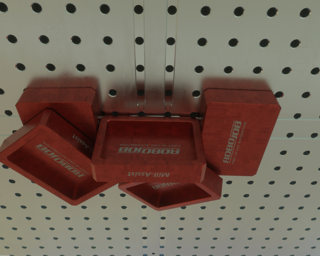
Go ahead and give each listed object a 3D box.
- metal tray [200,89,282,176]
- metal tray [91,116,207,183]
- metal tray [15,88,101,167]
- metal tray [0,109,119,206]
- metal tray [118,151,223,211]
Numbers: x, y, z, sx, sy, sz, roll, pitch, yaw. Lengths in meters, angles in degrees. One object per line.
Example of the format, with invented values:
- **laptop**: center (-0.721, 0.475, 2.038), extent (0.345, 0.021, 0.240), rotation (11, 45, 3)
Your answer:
- **metal tray**: center (0.097, 0.011, 0.418), extent (0.091, 0.030, 0.129), rotation (2, 130, -3)
- **metal tray**: center (-0.013, 0.024, 0.388), extent (0.131, 0.090, 0.030), rotation (1, 130, -2)
- **metal tray**: center (-0.125, 0.009, 0.414), extent (0.091, 0.030, 0.129), rotation (-1, 131, 0)
- **metal tray**: center (-0.127, 0.044, 0.403), extent (0.090, 0.030, 0.130), rotation (-31, 125, 23)
- **metal tray**: center (0.013, 0.082, 0.454), extent (0.130, 0.030, 0.090), rotation (-24, 129, 40)
